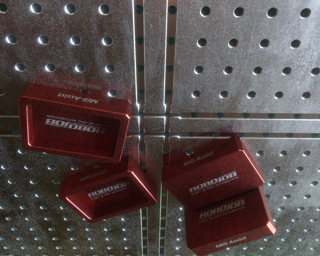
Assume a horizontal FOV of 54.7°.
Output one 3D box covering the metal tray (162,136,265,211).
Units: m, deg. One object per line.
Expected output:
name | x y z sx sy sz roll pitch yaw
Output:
metal tray | 0.079 0.073 0.472 0.130 0.030 0.090 -26 126 20

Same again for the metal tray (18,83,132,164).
metal tray | -0.110 -0.003 0.404 0.131 0.030 0.089 10 130 -9

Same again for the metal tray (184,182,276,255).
metal tray | 0.103 0.138 0.488 0.130 0.090 0.030 -26 126 20

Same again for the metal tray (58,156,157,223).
metal tray | -0.081 0.102 0.493 0.130 0.030 0.090 -21 128 16
